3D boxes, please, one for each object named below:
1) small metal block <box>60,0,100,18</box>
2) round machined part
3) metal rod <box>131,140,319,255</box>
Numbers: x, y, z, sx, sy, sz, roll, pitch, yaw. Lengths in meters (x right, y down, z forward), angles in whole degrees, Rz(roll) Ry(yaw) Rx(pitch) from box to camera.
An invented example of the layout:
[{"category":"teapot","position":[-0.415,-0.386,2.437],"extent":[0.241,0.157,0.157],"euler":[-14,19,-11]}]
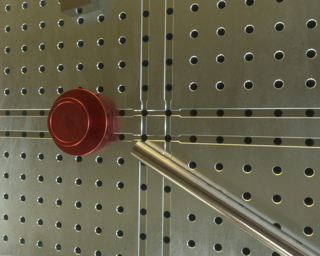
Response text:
[{"category":"small metal block","position":[-0.119,-0.196,0.453],"extent":[0.050,0.025,0.050],"euler":[-8,88,19]},{"category":"round machined part","position":[-0.120,-0.008,0.445],"extent":[0.098,0.042,0.097],"euler":[0,90,19]},{"category":"metal rod","position":[0.091,0.102,0.380],"extent":[0.300,0.025,0.025],"euler":[31,100,16]}]
